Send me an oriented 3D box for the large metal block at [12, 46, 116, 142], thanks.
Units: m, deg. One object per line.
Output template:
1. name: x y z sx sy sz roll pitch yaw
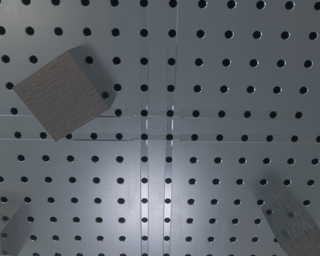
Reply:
1. large metal block: -0.115 -0.043 0.383 0.080 0.050 0.080 -30 107 10

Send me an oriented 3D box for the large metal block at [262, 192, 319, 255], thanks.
1. large metal block: 0.201 0.153 0.442 0.050 0.080 0.080 -39 106 13

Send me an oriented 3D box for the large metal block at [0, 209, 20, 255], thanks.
1. large metal block: -0.262 0.168 0.460 0.080 0.050 0.079 5 110 -2
